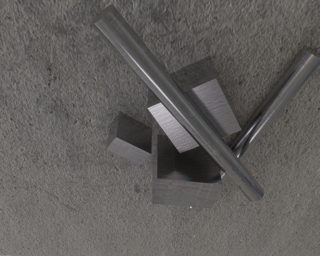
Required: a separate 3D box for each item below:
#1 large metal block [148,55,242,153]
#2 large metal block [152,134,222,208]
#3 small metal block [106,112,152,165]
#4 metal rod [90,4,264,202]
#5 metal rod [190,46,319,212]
[{"bbox_3d":[0.041,-0.026,0.369,0.080,0.050,0.080,-23,127,18],"label":"large metal block"},{"bbox_3d":[0.033,0.058,0.421,0.081,0.080,0.050,6,130,-6],"label":"large metal block"},{"bbox_3d":[-0.039,0.013,0.402,0.050,0.050,0.025,28,125,-22],"label":"small metal block"},{"bbox_3d":[0.040,-0.003,0.339,0.025,0.025,0.300,-29,125,22],"label":"metal rod"},{"bbox_3d":[0.114,0.023,0.428,0.025,0.025,0.298,17,128,-14],"label":"metal rod"}]
